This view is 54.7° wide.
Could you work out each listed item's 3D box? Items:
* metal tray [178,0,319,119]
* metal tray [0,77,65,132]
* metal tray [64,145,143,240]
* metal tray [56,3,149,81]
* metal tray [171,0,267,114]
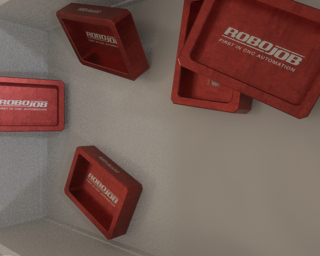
[{"bbox_3d":[0.094,-0.075,0.292,0.130,0.030,0.089,28,102,16],"label":"metal tray"},{"bbox_3d":[-0.234,-0.039,0.530,0.030,0.131,0.089,0,90,62],"label":"metal tray"},{"bbox_3d":[-0.092,0.095,0.479,0.130,0.030,0.089,32,110,35],"label":"metal tray"},{"bbox_3d":[-0.082,-0.123,0.436,0.130,0.030,0.090,23,147,37],"label":"metal tray"},{"bbox_3d":[0.064,-0.086,0.350,0.090,0.030,0.129,13,98,39],"label":"metal tray"}]
